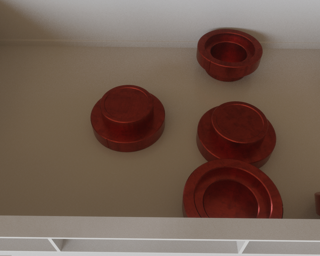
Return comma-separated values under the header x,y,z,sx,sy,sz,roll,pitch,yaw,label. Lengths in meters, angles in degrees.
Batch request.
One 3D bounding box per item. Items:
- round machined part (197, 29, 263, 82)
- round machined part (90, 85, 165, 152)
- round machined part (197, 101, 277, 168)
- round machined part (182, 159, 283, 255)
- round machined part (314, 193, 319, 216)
x,y,z,sx,sy,sz,roll,pitch,yaw,label
0.106,-0.110,0.487,0.099,0.042,0.098,0,50,0,round machined part
-0.043,-0.019,0.410,0.099,0.042,0.098,0,50,0,round machined part
0.097,0.004,0.391,0.099,0.042,0.098,0,50,0,round machined part
0.072,0.084,0.324,0.099,0.042,0.098,0,50,0,round machined part
0.205,0.085,0.298,0.099,0.098,0.042,-1,82,-1,round machined part
